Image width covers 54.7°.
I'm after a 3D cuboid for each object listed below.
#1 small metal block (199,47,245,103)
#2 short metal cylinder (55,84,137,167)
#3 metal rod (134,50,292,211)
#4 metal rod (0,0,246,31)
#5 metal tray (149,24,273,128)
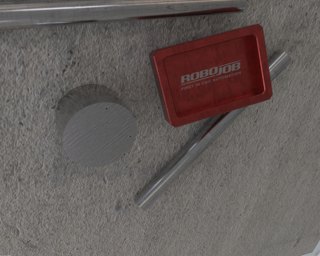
[{"bbox_3d":[0.078,-0.069,0.407,0.050,0.025,0.050,-41,130,-1],"label":"small metal block"},{"bbox_3d":[-0.073,-0.003,0.349,0.081,0.050,0.079,-14,124,-21],"label":"short metal cylinder"},{"bbox_3d":[0.074,0.006,0.450,0.300,0.025,0.025,-46,129,4],"label":"metal rod"},{"bbox_3d":[-0.043,-0.119,0.309,0.302,0.025,0.025,-12,124,-22],"label":"metal rod"},{"bbox_3d":[0.062,-0.062,0.367,0.131,0.030,0.089,-17,106,-8],"label":"metal tray"}]
